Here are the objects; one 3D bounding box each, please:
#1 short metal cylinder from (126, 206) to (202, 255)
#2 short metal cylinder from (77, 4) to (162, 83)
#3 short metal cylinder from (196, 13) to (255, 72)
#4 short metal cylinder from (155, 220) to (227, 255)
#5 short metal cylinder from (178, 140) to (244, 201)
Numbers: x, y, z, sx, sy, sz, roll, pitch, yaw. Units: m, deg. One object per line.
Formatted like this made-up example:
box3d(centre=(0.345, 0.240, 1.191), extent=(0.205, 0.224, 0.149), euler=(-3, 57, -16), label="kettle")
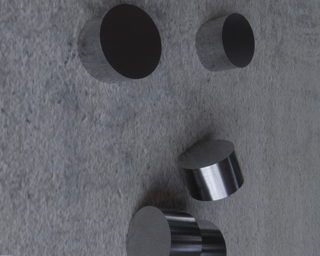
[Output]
box3d(centre=(0.003, 0.137, 0.374), extent=(0.050, 0.080, 0.080), euler=(19, 78, -39), label="short metal cylinder")
box3d(centre=(-0.045, -0.093, 0.352), extent=(0.081, 0.050, 0.079), euler=(0, 90, -40), label="short metal cylinder")
box3d(centre=(0.101, -0.129, 0.475), extent=(0.081, 0.050, 0.079), euler=(0, 90, -40), label="short metal cylinder")
box3d(centre=(0.039, 0.159, 0.404), extent=(0.050, 0.080, 0.080), euler=(19, 78, -39), label="short metal cylinder")
box3d(centre=(0.071, 0.057, 0.431), extent=(0.081, 0.080, 0.050), euler=(-33, 111, -35), label="short metal cylinder")
